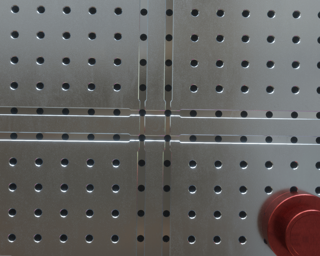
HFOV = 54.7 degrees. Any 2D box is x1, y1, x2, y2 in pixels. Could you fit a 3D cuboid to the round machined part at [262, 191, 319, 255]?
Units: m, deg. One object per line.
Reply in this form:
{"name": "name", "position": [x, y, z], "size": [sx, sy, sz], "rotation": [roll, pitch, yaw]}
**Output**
{"name": "round machined part", "position": [0.191, 0.136, 0.408], "size": [0.099, 0.042, 0.097], "rotation": [0, 90, -1]}
